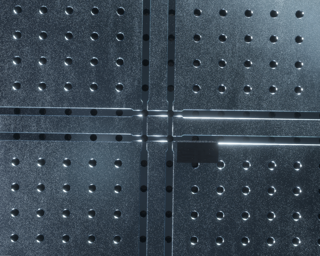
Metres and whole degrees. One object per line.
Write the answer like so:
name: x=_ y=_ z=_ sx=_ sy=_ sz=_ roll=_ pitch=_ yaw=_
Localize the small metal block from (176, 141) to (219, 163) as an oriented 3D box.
small metal block: x=0.046 y=0.030 z=0.401 sx=0.050 sy=0.050 sz=0.025 roll=1 pitch=90 yaw=0
